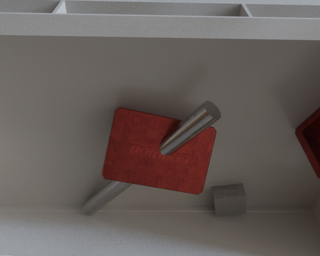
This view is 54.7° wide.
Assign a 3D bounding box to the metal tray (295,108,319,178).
[{"bbox_3d":[0.231,-0.005,0.366,0.030,0.090,0.129,23,126,-19],"label":"metal tray"}]

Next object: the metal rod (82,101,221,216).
[{"bbox_3d":[-0.031,0.058,0.433,0.025,0.025,0.299,30,131,-23],"label":"metal rod"}]

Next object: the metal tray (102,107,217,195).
[{"bbox_3d":[-0.001,0.029,0.400,0.131,0.030,0.089,12,93,-11],"label":"metal tray"}]

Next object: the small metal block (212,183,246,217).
[{"bbox_3d":[0.114,0.120,0.513,0.050,0.025,0.050,-8,130,6],"label":"small metal block"}]
